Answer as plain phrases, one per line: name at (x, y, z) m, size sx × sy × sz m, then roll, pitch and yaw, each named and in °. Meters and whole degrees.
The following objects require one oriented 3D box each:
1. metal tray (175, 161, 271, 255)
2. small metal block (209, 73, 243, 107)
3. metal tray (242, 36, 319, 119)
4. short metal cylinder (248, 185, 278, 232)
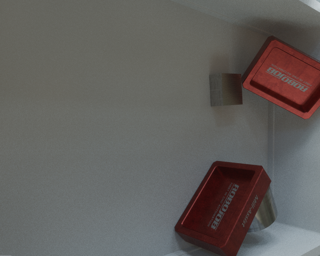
metal tray at (0.090, 0.109, 0.442) m, size 0.030 × 0.090 × 0.130 m, roll 52°, pitch 59°, yaw -28°
small metal block at (0.107, -0.061, 0.499) m, size 0.050 × 0.025 × 0.050 m, roll -7°, pitch 95°, yaw -40°
metal tray at (0.214, -0.082, 0.512) m, size 0.131 × 0.089 × 0.030 m, roll 26°, pitch 29°, yaw -5°
short metal cylinder at (0.139, 0.118, 0.491) m, size 0.081 × 0.080 × 0.050 m, roll -33°, pitch 111°, yaw -35°
